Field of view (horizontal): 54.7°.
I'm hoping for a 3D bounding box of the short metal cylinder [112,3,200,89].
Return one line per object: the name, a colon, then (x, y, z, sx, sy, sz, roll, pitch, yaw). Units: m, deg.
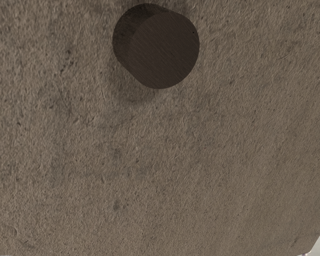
short metal cylinder: (-0.005, -0.089, 0.334, 0.081, 0.050, 0.079, -14, 125, -21)
